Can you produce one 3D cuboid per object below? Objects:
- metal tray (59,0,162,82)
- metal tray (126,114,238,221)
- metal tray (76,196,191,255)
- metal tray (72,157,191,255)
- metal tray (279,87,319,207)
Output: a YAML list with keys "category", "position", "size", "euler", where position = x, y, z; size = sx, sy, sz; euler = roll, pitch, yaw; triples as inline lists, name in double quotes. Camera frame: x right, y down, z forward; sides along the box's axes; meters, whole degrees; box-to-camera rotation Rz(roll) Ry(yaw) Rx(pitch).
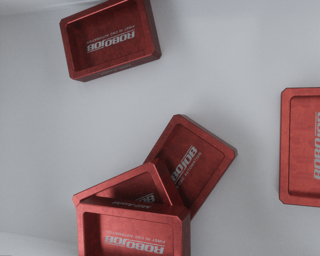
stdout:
- category: "metal tray"
  position: [-0.071, -0.124, 0.431]
  size: [0.130, 0.030, 0.089]
  euler: [-13, 86, 19]
- category: "metal tray"
  position: [0.026, 0.058, 0.397]
  size: [0.090, 0.030, 0.129]
  euler: [35, 101, 16]
- category: "metal tray"
  position: [-0.032, 0.132, 0.355]
  size: [0.130, 0.030, 0.089]
  euler: [1, 96, 23]
- category: "metal tray"
  position: [-0.039, 0.102, 0.388]
  size: [0.130, 0.030, 0.090]
  euler: [-26, 85, 23]
- category: "metal tray"
  position: [0.181, 0.021, 0.343]
  size: [0.090, 0.030, 0.129]
  euler: [1, 90, 19]
